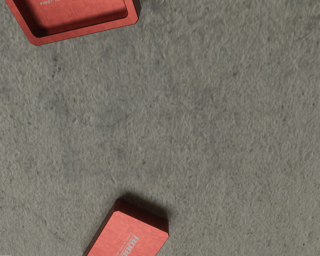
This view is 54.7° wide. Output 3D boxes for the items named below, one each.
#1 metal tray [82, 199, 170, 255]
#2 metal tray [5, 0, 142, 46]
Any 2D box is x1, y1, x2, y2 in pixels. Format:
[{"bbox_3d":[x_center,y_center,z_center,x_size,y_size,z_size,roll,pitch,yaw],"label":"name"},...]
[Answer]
[{"bbox_3d":[-0.055,0.181,0.473,0.090,0.030,0.129,28,107,-10],"label":"metal tray"},{"bbox_3d":[-0.095,-0.144,0.325,0.131,0.030,0.090,-9,132,12],"label":"metal tray"}]
